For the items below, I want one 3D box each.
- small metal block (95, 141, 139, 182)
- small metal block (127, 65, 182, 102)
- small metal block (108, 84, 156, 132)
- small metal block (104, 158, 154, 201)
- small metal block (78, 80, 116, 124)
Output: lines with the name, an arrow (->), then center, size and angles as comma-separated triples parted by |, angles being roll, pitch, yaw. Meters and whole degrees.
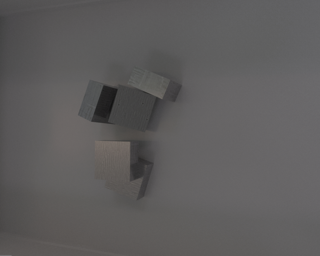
small metal block -> -0.056, 0.042, 0.404 | 0.050, 0.025, 0.050 | 1, 90, 20
small metal block -> -0.005, -0.056, 0.399 | 0.050, 0.050, 0.025 | 26, 99, 18
small metal block -> -0.038, -0.027, 0.412 | 0.050, 0.025, 0.050 | 16, 97, -14
small metal block -> -0.042, 0.065, 0.425 | 0.050, 0.025, 0.050 | 19, 96, 19
small metal block -> -0.078, -0.034, 0.423 | 0.025, 0.050, 0.050 | 24, 98, 28
